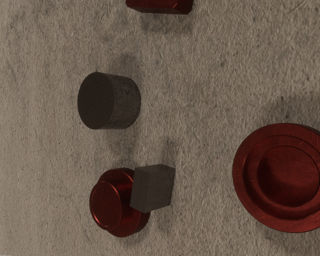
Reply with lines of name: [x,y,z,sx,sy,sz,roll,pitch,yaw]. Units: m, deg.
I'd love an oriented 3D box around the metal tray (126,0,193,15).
metal tray: [0.008,-0.215,0.393,0.090,0.030,0.129,19,102,38]

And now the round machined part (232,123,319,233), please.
round machined part: [0.123,0.044,0.292,0.098,0.042,0.097,0,90,39]

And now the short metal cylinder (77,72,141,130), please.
short metal cylinder: [-0.074,-0.038,0.447,0.080,0.050,0.079,0,90,39]

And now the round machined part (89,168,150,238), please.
round machined part: [-0.064,0.108,0.444,0.098,0.042,0.097,0,90,39]

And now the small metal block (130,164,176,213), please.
small metal block: [-0.009,0.075,0.394,0.025,0.050,0.050,14,99,39]
